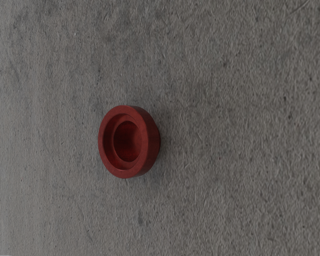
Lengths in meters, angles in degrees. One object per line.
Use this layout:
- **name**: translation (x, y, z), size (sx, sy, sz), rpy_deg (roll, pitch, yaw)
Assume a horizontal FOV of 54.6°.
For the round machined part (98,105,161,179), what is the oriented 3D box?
- **round machined part**: translation (-0.038, 0.018, 0.426), size (0.098, 0.042, 0.097), rpy_deg (0, 90, 40)
